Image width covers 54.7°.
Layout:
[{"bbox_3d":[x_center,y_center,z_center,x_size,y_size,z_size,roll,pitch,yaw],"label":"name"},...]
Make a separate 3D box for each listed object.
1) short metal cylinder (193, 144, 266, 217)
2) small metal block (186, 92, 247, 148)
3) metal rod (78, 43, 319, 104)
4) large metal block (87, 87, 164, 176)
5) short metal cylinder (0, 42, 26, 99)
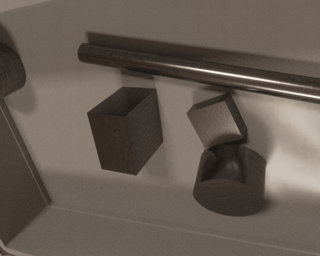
[{"bbox_3d":[0.084,0.064,0.373,0.080,0.050,0.080,11,139,10],"label":"short metal cylinder"},{"bbox_3d":[0.068,-0.008,0.367,0.050,0.025,0.050,-18,109,35],"label":"small metal block"},{"bbox_3d":[0.040,-0.064,0.347,0.301,0.025,0.025,13,124,20],"label":"metal rod"},{"bbox_3d":[-0.039,0.001,0.393,0.050,0.080,0.079,6,121,25],"label":"large metal block"},{"bbox_3d":[-0.255,-0.085,0.471,0.080,0.050,0.079,13,124,20],"label":"short metal cylinder"}]
